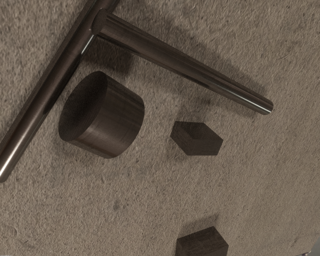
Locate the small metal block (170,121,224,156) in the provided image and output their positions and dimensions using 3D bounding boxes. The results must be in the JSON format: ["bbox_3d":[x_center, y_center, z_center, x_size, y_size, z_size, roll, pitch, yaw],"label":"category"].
[{"bbox_3d":[0.050,0.014,0.429,0.050,0.050,0.025,3,117,-30],"label":"small metal block"}]

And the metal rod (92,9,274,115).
[{"bbox_3d":[0.054,-0.064,0.381,0.302,0.025,0.025,16,110,-41],"label":"metal rod"}]

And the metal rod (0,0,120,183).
[{"bbox_3d":[-0.095,-0.067,0.313,0.025,0.025,0.299,28,103,-38],"label":"metal rod"}]

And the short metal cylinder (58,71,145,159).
[{"bbox_3d":[-0.063,-0.013,0.330,0.050,0.080,0.080,32,101,-39],"label":"short metal cylinder"}]

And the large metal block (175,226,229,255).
[{"bbox_3d":[0.076,0.243,0.585,0.081,0.050,0.079,-11,123,-23],"label":"large metal block"}]
